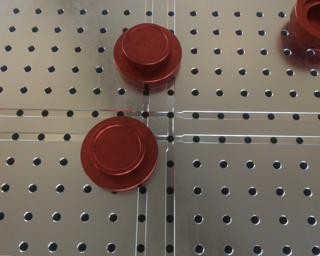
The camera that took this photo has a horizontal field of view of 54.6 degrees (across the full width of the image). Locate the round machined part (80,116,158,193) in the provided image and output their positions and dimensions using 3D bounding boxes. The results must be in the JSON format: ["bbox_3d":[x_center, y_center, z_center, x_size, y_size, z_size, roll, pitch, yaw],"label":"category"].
[{"bbox_3d":[-0.052,0.030,0.392,0.099,0.042,0.098,0,70,0],"label":"round machined part"}]

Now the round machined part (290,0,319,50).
[{"bbox_3d":[0.243,-0.157,0.461,0.099,0.042,0.098,0,70,0],"label":"round machined part"}]

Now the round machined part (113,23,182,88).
[{"bbox_3d":[-0.018,-0.109,0.443,0.099,0.042,0.098,0,70,0],"label":"round machined part"}]
